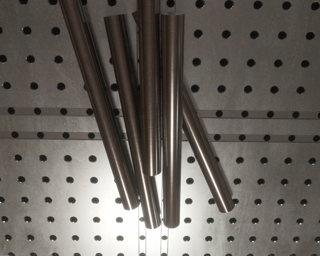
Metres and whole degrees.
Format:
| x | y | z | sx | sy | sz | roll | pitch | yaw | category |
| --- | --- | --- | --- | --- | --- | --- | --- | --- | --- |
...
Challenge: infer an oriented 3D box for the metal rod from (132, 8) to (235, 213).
| x | y | z | sx | sy | sz | roll | pitch | yaw | category |
| --- | --- | --- | --- | --- | --- | --- | --- | --- | --- |
| 0.038 | -0.011 | 0.409 | 0.025 | 0.025 | 0.299 | -23 | 109 | 8 | metal rod |

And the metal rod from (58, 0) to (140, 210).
| x | y | z | sx | sy | sz | roll | pitch | yaw | category |
| --- | --- | --- | --- | --- | --- | --- | --- | --- | --- |
| -0.074 | -0.023 | 0.403 | 0.025 | 0.025 | 0.298 | -12 | 110 | 4 | metal rod |

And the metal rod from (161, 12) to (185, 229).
| x | y | z | sx | sy | sz | roll | pitch | yaw | category |
| --- | --- | --- | --- | --- | --- | --- | --- | --- | --- |
| 0.016 | 0.010 | 0.397 | 0.025 | 0.025 | 0.298 | -1 | 118 | 0 | metal rod |

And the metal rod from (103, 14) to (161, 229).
| x | y | z | sx | sy | sz | roll | pitch | yaw | category |
| --- | --- | --- | --- | --- | --- | --- | --- | --- | --- |
| -0.032 | 0.006 | 0.415 | 0.025 | 0.025 | 0.298 | -8 | 110 | 2 | metal rod |

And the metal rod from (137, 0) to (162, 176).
| x | y | z | sx | sy | sz | roll | pitch | yaw | category |
| --- | --- | --- | --- | --- | --- | --- | --- | --- | --- |
| -0.012 | -0.081 | 0.356 | 0.025 | 0.025 | 0.298 | -1 | 112 | 0 | metal rod |
